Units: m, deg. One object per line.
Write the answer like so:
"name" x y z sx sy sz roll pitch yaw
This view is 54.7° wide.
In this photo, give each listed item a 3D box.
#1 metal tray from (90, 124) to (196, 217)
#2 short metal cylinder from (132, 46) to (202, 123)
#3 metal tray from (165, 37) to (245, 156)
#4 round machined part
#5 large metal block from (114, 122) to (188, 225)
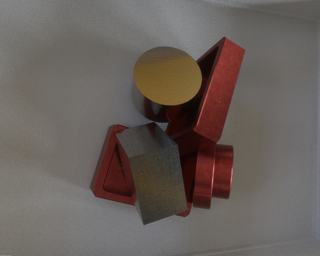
"metal tray" -0.013 0.056 0.401 0.131 0.030 0.090 18 84 -19
"short metal cylinder" 0.006 -0.053 0.383 0.081 0.050 0.080 3 67 -7
"metal tray" 0.051 -0.036 0.378 0.030 0.090 0.130 28 65 -15
"round machined part" 0.069 0.054 0.393 0.042 0.098 0.097 5 88 10
"large metal block" -0.012 0.047 0.352 0.050 0.080 0.079 -15 111 -14
